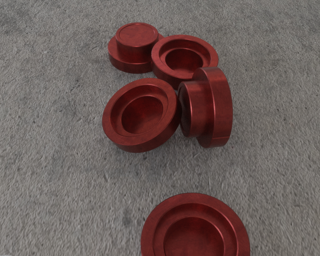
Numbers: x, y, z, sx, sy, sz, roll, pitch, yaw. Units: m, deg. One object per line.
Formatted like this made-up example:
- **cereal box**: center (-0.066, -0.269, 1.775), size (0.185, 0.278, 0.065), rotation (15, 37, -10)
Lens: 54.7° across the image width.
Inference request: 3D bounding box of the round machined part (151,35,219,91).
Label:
- **round machined part**: center (0.035, -0.094, 0.467), size (0.099, 0.042, 0.098), rotation (3, 53, -3)

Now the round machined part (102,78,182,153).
- **round machined part**: center (-0.019, -0.012, 0.388), size (0.098, 0.042, 0.098), rotation (-11, 55, 17)

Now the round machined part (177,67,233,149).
- **round machined part**: center (0.049, -0.024, 0.374), size (0.042, 0.097, 0.098), rotation (-6, 50, -9)

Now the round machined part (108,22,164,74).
- **round machined part**: center (-0.036, -0.136, 0.506), size (0.099, 0.042, 0.098), rotation (0, 50, 0)

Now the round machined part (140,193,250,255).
- **round machined part**: center (0.032, 0.115, 0.295), size (0.099, 0.042, 0.098), rotation (0, 50, 0)
